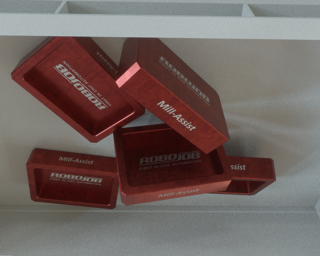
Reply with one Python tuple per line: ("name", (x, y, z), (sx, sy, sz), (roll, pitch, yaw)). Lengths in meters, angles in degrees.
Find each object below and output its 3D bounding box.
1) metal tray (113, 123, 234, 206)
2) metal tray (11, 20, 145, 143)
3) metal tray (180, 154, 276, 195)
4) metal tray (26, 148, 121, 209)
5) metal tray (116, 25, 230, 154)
("metal tray", (0.013, 0.038, 0.379), (0.131, 0.090, 0.030), (-6, 145, -10))
("metal tray", (-0.090, -0.047, 0.364), (0.090, 0.030, 0.130), (-30, 124, 23))
("metal tray", (0.084, 0.069, 0.442), (0.131, 0.030, 0.090), (3, 155, -3))
("metal tray", (-0.128, 0.080, 0.472), (0.131, 0.030, 0.089), (8, 130, -7))
("metal tray", (0.017, -0.040, 0.331), (0.130, 0.090, 0.030), (37, 121, -27))
